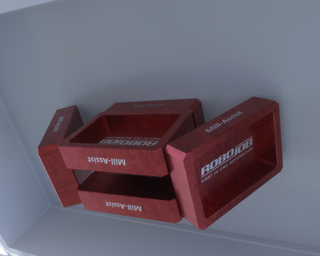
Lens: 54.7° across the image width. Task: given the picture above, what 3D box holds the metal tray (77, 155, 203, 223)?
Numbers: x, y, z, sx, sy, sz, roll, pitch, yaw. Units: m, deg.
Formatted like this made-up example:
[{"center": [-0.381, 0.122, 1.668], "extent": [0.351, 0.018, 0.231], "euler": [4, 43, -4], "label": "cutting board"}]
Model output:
[{"center": [-0.022, 0.066, 0.378], "extent": [0.130, 0.090, 0.030], "euler": [0, 118, 28], "label": "metal tray"}]

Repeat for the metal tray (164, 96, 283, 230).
[{"center": [0.073, 0.033, 0.322], "extent": [0.030, 0.131, 0.089], "euler": [23, 134, 52], "label": "metal tray"}]

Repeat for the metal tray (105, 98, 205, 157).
[{"center": [-0.004, 0.010, 0.412], "extent": [0.130, 0.030, 0.089], "euler": [-1, 118, 28], "label": "metal tray"}]

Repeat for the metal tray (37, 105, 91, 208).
[{"center": [-0.123, 0.033, 0.426], "extent": [0.030, 0.130, 0.089], "euler": [-15, 116, 0], "label": "metal tray"}]

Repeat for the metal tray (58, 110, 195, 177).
[{"center": [-0.036, 0.013, 0.352], "extent": [0.130, 0.090, 0.030], "euler": [0, 118, 28], "label": "metal tray"}]
